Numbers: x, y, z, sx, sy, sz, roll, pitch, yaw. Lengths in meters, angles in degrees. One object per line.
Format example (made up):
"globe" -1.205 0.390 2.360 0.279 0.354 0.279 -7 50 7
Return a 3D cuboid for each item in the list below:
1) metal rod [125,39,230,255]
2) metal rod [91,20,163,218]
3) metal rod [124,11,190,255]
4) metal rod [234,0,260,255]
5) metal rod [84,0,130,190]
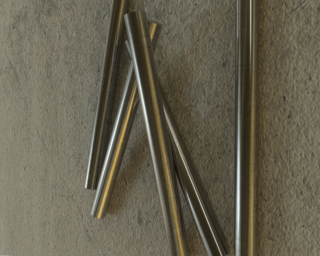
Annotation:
"metal rod" 0.015 0.011 0.392 0.025 0.025 0.299 -34 69 35
"metal rod" -0.052 0.003 0.425 0.025 0.025 0.298 36 119 34
"metal rod" -0.001 0.018 0.365 0.025 0.025 0.298 -4 100 40
"metal rod" 0.092 -0.008 0.328 0.025 0.025 0.298 0 90 40
"metal rod" -0.082 -0.051 0.472 0.025 0.025 0.298 17 101 39
